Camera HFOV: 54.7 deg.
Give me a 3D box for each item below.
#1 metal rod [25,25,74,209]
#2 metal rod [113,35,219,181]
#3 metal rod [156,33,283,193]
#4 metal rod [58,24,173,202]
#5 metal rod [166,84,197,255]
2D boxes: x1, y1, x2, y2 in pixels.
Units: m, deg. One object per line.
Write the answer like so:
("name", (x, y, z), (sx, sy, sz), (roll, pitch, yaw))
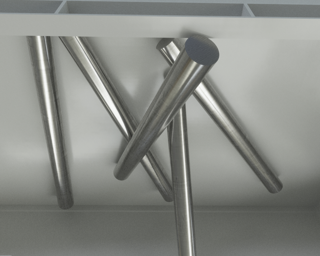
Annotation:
("metal rod", (-0.141, 0.011, 0.417), (0.025, 0.025, 0.298), (4, 130, -4))
("metal rod", (-0.015, 0.007, 0.338), (0.025, 0.025, 0.299), (14, 153, -12))
("metal rod", (0.094, 0.000, 0.409), (0.025, 0.025, 0.300), (-29, 125, 22))
("metal rod", (-0.039, 0.004, 0.411), (0.025, 0.025, 0.299), (-17, 128, 14))
("metal rod", (0.030, 0.090, 0.405), (0.025, 0.025, 0.298), (-5, 105, 4))
